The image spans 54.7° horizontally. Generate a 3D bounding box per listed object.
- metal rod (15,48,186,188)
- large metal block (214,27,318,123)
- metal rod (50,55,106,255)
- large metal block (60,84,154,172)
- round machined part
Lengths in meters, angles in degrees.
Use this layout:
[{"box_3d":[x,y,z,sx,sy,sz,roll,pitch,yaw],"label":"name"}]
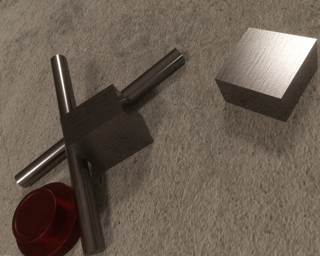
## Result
[{"box_3d":[-0.088,-0.014,0.456,0.300,0.025,0.025,-38,51,2],"label":"metal rod"},{"box_3d":[0.125,-0.064,0.361,0.080,0.050,0.080,26,75,36],"label":"large metal block"},{"box_3d":[-0.118,0.017,0.424,0.025,0.025,0.299,-26,62,12],"label":"metal rod"},{"box_3d":[-0.067,0.003,0.400,0.080,0.080,0.050,-32,52,7],"label":"large metal block"},{"box_3d":[-0.148,0.116,0.397,0.098,0.042,0.098,-13,56,20],"label":"round machined part"}]
